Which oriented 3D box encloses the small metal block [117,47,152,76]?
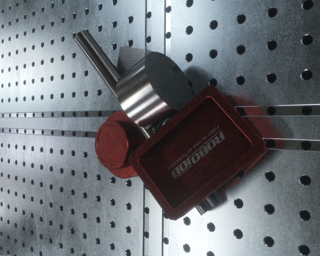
[{"bbox_3d":[-0.034,-0.085,0.436,0.050,0.025,0.050,17,101,38],"label":"small metal block"}]

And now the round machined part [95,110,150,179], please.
[{"bbox_3d":[-0.055,0.023,0.440,0.098,0.042,0.097,0,90,39],"label":"round machined part"}]

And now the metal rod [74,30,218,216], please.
[{"bbox_3d":[-0.027,-0.018,0.408,0.025,0.025,0.299,-47,70,29],"label":"metal rod"}]

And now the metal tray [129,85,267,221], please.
[{"bbox_3d":[0.039,0.028,0.345,0.130,0.030,0.090,-42,71,14],"label":"metal tray"}]

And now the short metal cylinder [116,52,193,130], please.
[{"bbox_3d":[-0.006,-0.045,0.376,0.050,0.081,0.080,-31,71,35],"label":"short metal cylinder"}]
